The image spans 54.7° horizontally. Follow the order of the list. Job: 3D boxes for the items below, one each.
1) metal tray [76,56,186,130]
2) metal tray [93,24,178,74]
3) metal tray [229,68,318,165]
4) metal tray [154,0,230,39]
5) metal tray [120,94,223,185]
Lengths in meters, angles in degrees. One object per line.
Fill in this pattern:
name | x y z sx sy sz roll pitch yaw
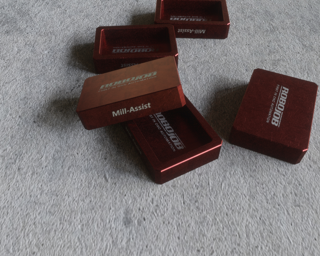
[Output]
metal tray | -0.037 -0.049 0.408 0.131 0.030 0.090 -14 36 5
metal tray | -0.040 -0.132 0.510 0.131 0.030 0.090 -3 50 -3
metal tray | 0.156 -0.022 0.419 0.090 0.030 0.130 19 52 15
metal tray | 0.057 -0.204 0.571 0.131 0.030 0.090 2 50 1
metal tray | 0.007 -0.001 0.400 0.091 0.030 0.130 -22 53 -18
